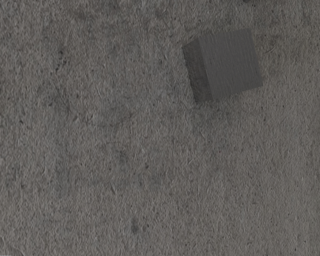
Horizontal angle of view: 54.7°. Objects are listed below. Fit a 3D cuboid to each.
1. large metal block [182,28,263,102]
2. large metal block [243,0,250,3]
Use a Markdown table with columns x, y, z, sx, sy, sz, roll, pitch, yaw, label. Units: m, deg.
| x | y | z | sx | sy | sz | roll | pitch | yaw | label |
| --- | --- | --- | --- | --- | --- | --- | --- | --- | --- |
| 0.085 | -0.085 | 0.427 | 0.081 | 0.050 | 0.080 | -16 | 96 | -19 | large metal block |
| 0.145 | -0.236 | 0.432 | 0.050 | 0.080 | 0.080 | 35 | 79 | -17 | large metal block |
